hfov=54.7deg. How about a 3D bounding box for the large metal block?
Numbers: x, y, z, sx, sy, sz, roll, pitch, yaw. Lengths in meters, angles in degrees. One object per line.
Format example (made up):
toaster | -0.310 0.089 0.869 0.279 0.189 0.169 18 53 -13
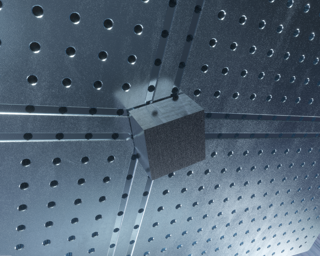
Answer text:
large metal block | 0.011 0.011 0.406 0.081 0.050 0.079 -19 126 -18
